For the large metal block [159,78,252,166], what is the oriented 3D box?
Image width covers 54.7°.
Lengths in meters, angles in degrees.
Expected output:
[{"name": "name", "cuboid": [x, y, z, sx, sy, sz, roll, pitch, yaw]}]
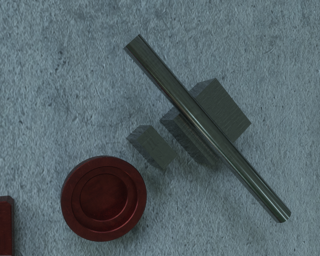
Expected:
[{"name": "large metal block", "cuboid": [0.061, -0.008, 0.418, 0.080, 0.050, 0.080, -45, 104, -15]}]

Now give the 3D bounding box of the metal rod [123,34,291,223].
[{"name": "metal rod", "cuboid": [0.067, 0.011, 0.380, 0.025, 0.025, 0.300, -46, 105, -14]}]

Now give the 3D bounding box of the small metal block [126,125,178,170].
[{"name": "small metal block", "cuboid": [-0.012, 0.023, 0.392, 0.025, 0.050, 0.050, -45, 104, -14]}]

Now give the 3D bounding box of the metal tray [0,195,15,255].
[{"name": "metal tray", "cuboid": [-0.226, 0.124, 0.323, 0.131, 0.030, 0.089, -1, 90, -20]}]

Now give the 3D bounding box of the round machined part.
[{"name": "round machined part", "cuboid": [-0.069, 0.082, 0.375, 0.099, 0.042, 0.097, 0, 90, -20]}]
